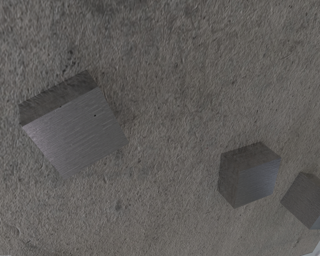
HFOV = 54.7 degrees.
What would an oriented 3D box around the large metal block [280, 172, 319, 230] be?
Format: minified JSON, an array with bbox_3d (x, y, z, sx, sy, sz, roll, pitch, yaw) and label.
[{"bbox_3d":[0.309,0.148,0.631,0.050,0.080,0.079,12,112,-34],"label":"large metal block"}]

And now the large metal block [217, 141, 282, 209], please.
[{"bbox_3d":[0.147,0.078,0.519,0.081,0.050,0.079,-14,125,-21],"label":"large metal block"}]

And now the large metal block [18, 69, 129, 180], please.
[{"bbox_3d":[-0.092,-0.004,0.338,0.080,0.050,0.080,-30,129,-9],"label":"large metal block"}]
